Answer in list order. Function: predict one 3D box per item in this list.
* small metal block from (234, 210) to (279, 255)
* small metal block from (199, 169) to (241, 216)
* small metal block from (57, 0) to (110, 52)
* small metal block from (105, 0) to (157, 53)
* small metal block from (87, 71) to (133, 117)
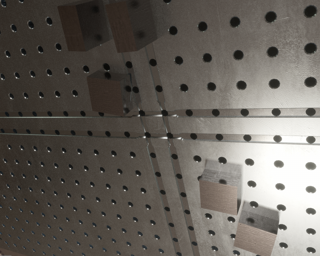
[{"bbox_3d":[0.134,0.148,0.432,0.050,0.025,0.050,14,124,20],"label":"small metal block"},{"bbox_3d":[0.082,0.087,0.421,0.050,0.025,0.050,7,122,24],"label":"small metal block"},{"bbox_3d":[-0.088,-0.122,0.364,0.025,0.050,0.050,7,122,24],"label":"small metal block"},{"bbox_3d":[-0.029,-0.115,0.338,0.025,0.050,0.050,2,119,27],"label":"small metal block"},{"bbox_3d":[-0.066,-0.047,0.416,0.050,0.025,0.050,11,123,22],"label":"small metal block"}]
